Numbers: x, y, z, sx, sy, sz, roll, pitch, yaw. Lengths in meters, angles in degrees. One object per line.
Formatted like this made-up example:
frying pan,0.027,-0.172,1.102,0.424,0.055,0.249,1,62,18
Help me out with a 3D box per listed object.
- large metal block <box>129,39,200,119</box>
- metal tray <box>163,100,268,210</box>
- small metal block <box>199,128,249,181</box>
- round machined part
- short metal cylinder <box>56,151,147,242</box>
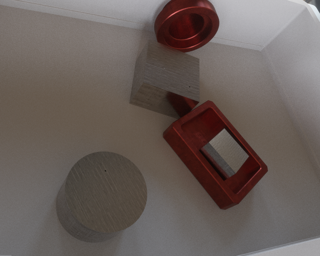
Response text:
large metal block,0.008,-0.067,0.437,0.081,0.050,0.080,17,55,-19
metal tray,0.077,0.033,0.425,0.091,0.030,0.130,-32,80,-38
small metal block,0.084,0.035,0.409,0.050,0.025,0.050,50,40,6
round machined part,0.039,-0.165,0.483,0.099,0.097,0.042,1,62,-28
short metal cylinder,-0.060,0.070,0.315,0.081,0.050,0.080,14,56,-21
